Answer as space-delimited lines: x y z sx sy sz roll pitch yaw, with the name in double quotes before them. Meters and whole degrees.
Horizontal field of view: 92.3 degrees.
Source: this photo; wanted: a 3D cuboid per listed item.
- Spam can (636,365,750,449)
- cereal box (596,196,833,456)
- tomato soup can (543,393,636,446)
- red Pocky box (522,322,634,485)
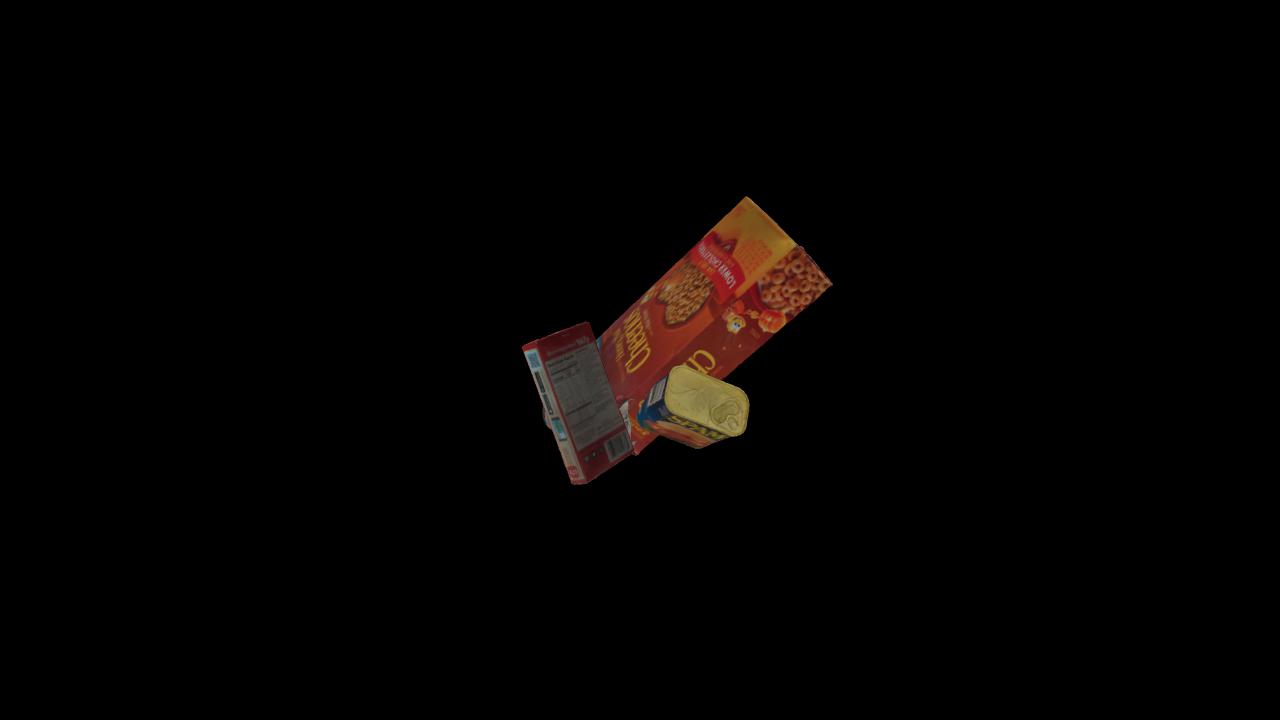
"Spam can" 0.056 0.056 0.687 0.101 0.058 0.085 23 -26 -16
"cereal box" 0.065 -0.048 0.763 0.081 0.306 0.203 41 17 -24
"tomato soup can" -0.056 0.064 0.719 0.101 0.068 0.068 16 8 30
"red Pocky box" -0.063 0.043 0.649 0.028 0.155 0.083 -13 8 42
